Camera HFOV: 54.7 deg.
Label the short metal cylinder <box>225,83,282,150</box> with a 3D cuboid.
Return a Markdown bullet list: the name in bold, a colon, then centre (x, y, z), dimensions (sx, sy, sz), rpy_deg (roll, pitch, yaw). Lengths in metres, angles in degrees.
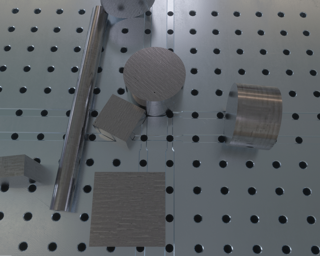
- **short metal cylinder**: centre (0.114, -0.014, 0.388), dimensions (0.050, 0.080, 0.080), rpy_deg (6, 70, 2)

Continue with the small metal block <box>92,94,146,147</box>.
- **small metal block**: centre (-0.053, -0.010, 0.415), dimensions (0.050, 0.025, 0.050), rpy_deg (27, 72, 9)

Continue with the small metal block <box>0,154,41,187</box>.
- **small metal block**: centre (-0.181, 0.053, 0.378), dimensions (0.050, 0.050, 0.025), rpy_deg (-6, 70, -2)

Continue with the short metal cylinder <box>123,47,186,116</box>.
- **short metal cylinder**: centre (-0.007, -0.062, 0.421), dimensions (0.081, 0.050, 0.080), rpy_deg (0, 70, 0)

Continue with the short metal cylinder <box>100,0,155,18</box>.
- **short metal cylinder**: centre (-0.051, -0.210, 0.459), dimensions (0.081, 0.080, 0.050), rpy_deg (-10, 71, -4)

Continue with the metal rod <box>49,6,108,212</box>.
- **metal rod**: centre (-0.106, -0.040, 0.425), dimensions (0.025, 0.025, 0.299), rpy_deg (5, 70, 2)

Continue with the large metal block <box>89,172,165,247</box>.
- **large metal block**: centre (-0.034, 0.096, 0.363), dimensions (0.081, 0.050, 0.080), rpy_deg (0, 70, 0)
